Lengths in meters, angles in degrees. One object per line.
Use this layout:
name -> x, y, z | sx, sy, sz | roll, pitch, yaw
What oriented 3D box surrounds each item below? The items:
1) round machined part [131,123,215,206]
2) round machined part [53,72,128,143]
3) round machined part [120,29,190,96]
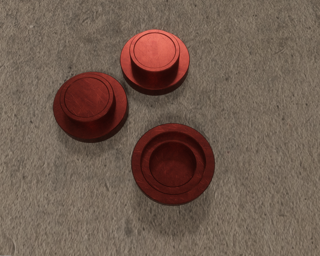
round machined part -> 0.015, 0.047, 0.382 | 0.099, 0.042, 0.098 | 0, 70, -1
round machined part -> -0.093, -0.032, 0.410 | 0.099, 0.042, 0.098 | 0, 70, -1
round machined part -> -0.007, -0.098, 0.435 | 0.099, 0.042, 0.098 | 0, 70, -1
